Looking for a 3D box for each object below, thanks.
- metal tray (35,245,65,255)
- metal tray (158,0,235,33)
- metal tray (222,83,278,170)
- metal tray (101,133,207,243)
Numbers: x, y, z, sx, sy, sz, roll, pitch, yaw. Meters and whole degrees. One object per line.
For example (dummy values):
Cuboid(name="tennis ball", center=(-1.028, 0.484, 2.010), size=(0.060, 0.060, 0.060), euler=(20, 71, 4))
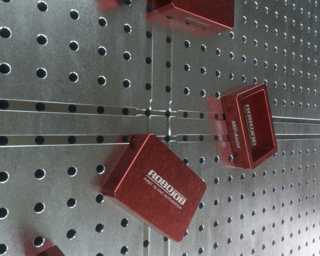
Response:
Cuboid(name="metal tray", center=(-0.083, 0.189, 0.295), size=(0.030, 0.090, 0.129), euler=(-21, 103, -32))
Cuboid(name="metal tray", center=(0.057, -0.199, 0.452), size=(0.131, 0.030, 0.090), euler=(2, 89, -40))
Cuboid(name="metal tray", center=(0.158, -0.004, 0.536), size=(0.091, 0.030, 0.129), euler=(-24, 105, -37))
Cuboid(name="metal tray", center=(-0.001, 0.079, 0.404), size=(0.130, 0.030, 0.090), euler=(45, 63, -31))
